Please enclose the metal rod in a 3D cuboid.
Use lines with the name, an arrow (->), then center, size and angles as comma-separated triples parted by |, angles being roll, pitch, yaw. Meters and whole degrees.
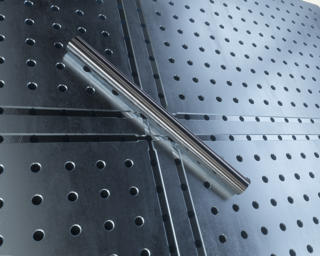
metal rod -> -0.002, -0.016, 0.417 | 0.300, 0.025, 0.025 | 40, 51, -1
